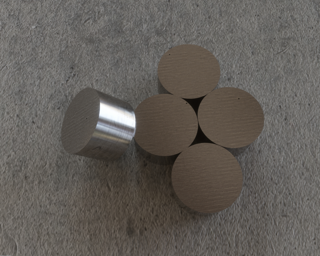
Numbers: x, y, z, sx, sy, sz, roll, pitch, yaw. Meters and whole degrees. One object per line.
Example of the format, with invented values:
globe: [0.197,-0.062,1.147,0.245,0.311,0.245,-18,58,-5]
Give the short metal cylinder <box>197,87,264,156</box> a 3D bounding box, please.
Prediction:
short metal cylinder: [0.086,-0.006,0.399,0.081,0.050,0.080,0,70,0]

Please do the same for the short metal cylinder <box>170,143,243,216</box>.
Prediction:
short metal cylinder: [0.053,0.063,0.373,0.081,0.050,0.080,0,70,0]

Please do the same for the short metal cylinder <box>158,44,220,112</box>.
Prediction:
short metal cylinder: [0.037,-0.065,0.420,0.081,0.050,0.080,0,70,0]

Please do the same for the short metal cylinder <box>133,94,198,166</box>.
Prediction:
short metal cylinder: [0.005,0.003,0.395,0.081,0.050,0.080,0,70,0]

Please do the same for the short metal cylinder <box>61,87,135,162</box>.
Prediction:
short metal cylinder: [-0.076,-0.003,0.375,0.080,0.050,0.080,-20,61,40]
